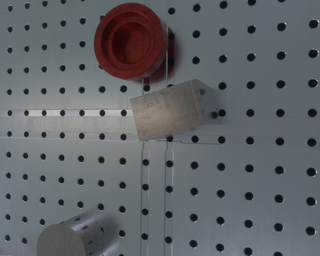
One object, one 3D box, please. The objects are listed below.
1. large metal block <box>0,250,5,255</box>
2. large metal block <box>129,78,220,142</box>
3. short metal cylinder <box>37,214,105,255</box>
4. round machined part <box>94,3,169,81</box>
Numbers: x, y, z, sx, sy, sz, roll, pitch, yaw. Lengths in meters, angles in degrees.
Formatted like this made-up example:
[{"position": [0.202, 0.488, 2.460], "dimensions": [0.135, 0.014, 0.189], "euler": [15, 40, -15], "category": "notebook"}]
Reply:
[{"position": [-0.276, 0.256, 0.497], "dimensions": [0.080, 0.050, 0.080], "euler": [38, 102, 16], "category": "large metal block"}, {"position": [0.021, -0.019, 0.376], "dimensions": [0.080, 0.080, 0.050], "euler": [-15, 85, 19], "category": "large metal block"}, {"position": [-0.127, 0.170, 0.444], "dimensions": [0.080, 0.050, 0.080], "euler": [0, 90, 20], "category": "short metal cylinder"}, {"position": [-0.035, -0.112, 0.416], "dimensions": [0.098, 0.042, 0.097], "euler": [0, 90, 20], "category": "round machined part"}]
